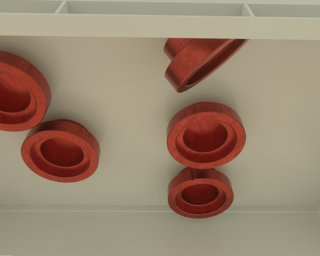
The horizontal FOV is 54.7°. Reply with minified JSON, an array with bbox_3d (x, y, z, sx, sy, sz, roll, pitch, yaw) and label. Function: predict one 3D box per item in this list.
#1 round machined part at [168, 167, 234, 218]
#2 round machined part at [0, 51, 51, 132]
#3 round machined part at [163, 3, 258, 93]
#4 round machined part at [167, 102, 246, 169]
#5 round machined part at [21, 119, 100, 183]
[{"bbox_3d":[0.061,0.094,0.479,0.099,0.042,0.097,0,130,0],"label":"round machined part"},{"bbox_3d":[-0.176,-0.046,0.357,0.099,0.042,0.097,0,130,0],"label":"round machined part"},{"bbox_3d":[0.042,-0.082,0.304,0.098,0.099,0.042,-41,84,29],"label":"round machined part"},{"bbox_3d":[0.058,0.005,0.403,0.099,0.042,0.097,0,130,0],"label":"round machined part"},{"bbox_3d":[-0.130,0.027,0.419,0.099,0.042,0.097,0,130,0],"label":"round machined part"}]
